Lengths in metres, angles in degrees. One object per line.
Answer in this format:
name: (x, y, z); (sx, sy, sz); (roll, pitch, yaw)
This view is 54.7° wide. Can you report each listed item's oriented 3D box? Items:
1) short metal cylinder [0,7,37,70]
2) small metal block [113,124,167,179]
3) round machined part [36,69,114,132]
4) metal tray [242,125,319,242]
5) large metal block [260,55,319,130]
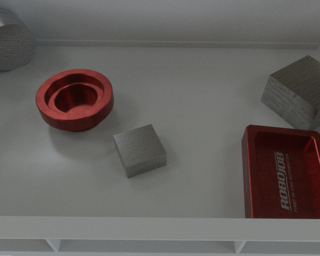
short metal cylinder: (-0.242, -0.137, 0.478); (0.081, 0.080, 0.050); (-33, 63, -25)
small metal block: (-0.025, 0.028, 0.382); (0.050, 0.025, 0.050); (-17, 52, -15)
round machined part: (-0.112, -0.033, 0.420); (0.099, 0.042, 0.098); (0, 50, 0)
metal tray: (0.144, 0.058, 0.354); (0.091, 0.030, 0.130); (6, 50, 4)
large metal block: (0.204, -0.048, 0.432); (0.081, 0.050, 0.080); (-27, 56, -22)
